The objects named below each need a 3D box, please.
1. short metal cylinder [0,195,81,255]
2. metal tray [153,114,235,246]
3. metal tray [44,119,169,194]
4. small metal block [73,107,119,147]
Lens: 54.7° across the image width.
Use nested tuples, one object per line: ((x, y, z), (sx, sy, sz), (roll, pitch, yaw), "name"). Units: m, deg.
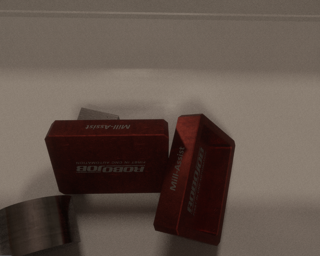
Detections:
((-0.132, 0.110, 0.339), (0.081, 0.080, 0.050), (-15, 71, -6), "short metal cylinder")
((0.045, 0.060, 0.354), (0.030, 0.090, 0.130), (-3, 64, 39), "metal tray")
((-0.056, 0.035, 0.361), (0.131, 0.089, 0.030), (-1, 36, -1), "metal tray")
((-0.084, 0.005, 0.407), (0.050, 0.025, 0.050), (12, 70, 4), "small metal block")
